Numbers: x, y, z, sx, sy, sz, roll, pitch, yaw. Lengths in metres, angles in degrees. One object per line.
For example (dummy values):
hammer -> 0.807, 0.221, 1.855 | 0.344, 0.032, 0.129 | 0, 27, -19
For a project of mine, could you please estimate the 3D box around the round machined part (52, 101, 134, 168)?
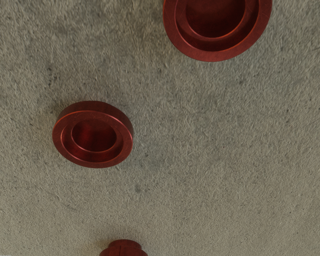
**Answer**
round machined part -> -0.083, 0.004, 0.398 | 0.099, 0.042, 0.097 | 0, 130, 0

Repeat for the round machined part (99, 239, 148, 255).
round machined part -> -0.071, 0.257, 0.614 | 0.099, 0.042, 0.097 | 0, 130, 0

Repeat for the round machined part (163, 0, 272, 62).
round machined part -> 0.052, -0.117, 0.297 | 0.099, 0.042, 0.097 | 0, 130, 0
